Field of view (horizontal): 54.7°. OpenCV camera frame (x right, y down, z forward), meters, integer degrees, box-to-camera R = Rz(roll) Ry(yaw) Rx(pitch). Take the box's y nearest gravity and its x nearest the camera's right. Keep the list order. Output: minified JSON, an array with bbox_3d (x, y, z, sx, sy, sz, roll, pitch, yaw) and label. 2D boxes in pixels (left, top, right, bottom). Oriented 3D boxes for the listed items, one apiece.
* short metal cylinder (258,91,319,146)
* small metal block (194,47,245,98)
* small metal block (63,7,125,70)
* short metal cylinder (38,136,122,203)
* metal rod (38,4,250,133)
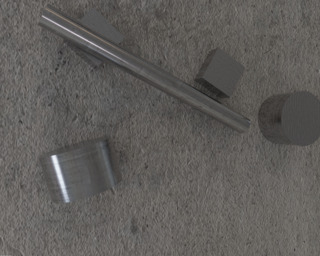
[{"bbox_3d":[0.198,-0.014,0.469,0.081,0.050,0.080,0,90,-20],"label":"short metal cylinder"},{"bbox_3d":[0.085,-0.077,0.441,0.050,0.025,0.050,31,80,-18],"label":"small metal block"},{"bbox_3d":[-0.081,-0.108,0.379,0.050,0.025,0.050,42,77,-15],"label":"small metal block"},{"bbox_3d":[-0.088,0.044,0.348,0.081,0.080,0.050,-17,96,-19],"label":"short metal cylinder"},{"bbox_3d":[0.000,-0.062,0.391,0.302,0.025,0.025,25,82,-25],"label":"metal rod"}]
